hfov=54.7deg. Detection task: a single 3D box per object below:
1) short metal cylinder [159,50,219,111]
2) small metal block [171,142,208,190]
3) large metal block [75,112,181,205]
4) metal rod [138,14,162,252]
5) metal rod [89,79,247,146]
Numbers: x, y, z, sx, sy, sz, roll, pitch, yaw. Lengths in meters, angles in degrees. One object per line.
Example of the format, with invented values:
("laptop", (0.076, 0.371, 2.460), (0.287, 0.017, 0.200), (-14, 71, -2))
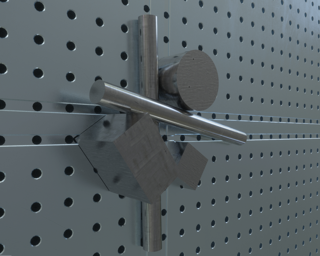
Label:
("short metal cylinder", (0.035, -0.062, 0.424), (0.081, 0.050, 0.079), (0, 90, -40))
("small metal block", (0.037, 0.054, 0.443), (0.050, 0.025, 0.050), (41, 65, -33))
("large metal block", (-0.036, 0.031, 0.343), (0.050, 0.080, 0.080), (-42, 116, -32))
("metal rod", (-0.013, 0.007, 0.401), (0.025, 0.025, 0.298), (-2, 92, -40))
("metal rod", (0.037, -0.009, 0.418), (0.302, 0.025, 0.025), (15, 80, -47))
